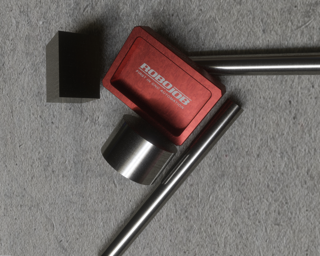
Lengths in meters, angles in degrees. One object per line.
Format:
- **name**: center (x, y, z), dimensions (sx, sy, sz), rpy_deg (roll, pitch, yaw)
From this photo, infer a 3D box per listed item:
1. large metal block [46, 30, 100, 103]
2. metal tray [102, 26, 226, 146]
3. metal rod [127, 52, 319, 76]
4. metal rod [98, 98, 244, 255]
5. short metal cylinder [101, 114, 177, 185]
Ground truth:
- **large metal block**: center (-0.119, -0.076, 0.415), dimensions (0.080, 0.050, 0.079), rpy_deg (-1, 90, 60)
- **metal tray**: center (0.003, -0.052, 0.383), dimensions (0.130, 0.030, 0.090), rpy_deg (39, 114, 5)
- **metal rod**: center (0.103, -0.076, 0.372), dimensions (0.301, 0.025, 0.025), rpy_deg (3, 91, 19)
- **metal rod**: center (0.002, 0.086, 0.407), dimensions (0.025, 0.025, 0.299), rpy_deg (41, 102, 15)
- **short metal cylinder**: center (-0.026, 0.026, 0.388), dimensions (0.080, 0.080, 0.050), rpy_deg (38, 102, 15)
